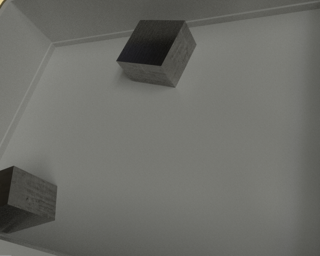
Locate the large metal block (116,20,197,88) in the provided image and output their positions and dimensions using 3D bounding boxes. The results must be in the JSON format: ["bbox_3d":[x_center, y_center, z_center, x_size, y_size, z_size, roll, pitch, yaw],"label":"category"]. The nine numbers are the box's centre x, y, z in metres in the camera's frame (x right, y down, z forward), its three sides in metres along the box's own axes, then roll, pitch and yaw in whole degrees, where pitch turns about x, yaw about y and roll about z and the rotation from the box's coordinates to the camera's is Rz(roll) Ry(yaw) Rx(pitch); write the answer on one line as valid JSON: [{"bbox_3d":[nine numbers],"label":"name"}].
[{"bbox_3d":[-0.004,-0.112,0.459,0.080,0.050,0.080,14,69,33],"label":"large metal block"}]

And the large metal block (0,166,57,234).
[{"bbox_3d":[-0.198,0.098,0.411,0.080,0.080,0.050,-20,55,16],"label":"large metal block"}]
